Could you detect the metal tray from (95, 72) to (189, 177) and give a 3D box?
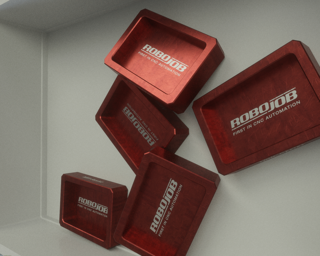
[{"bbox_3d":[-0.030,-0.006,0.428,0.130,0.030,0.089,49,119,29],"label":"metal tray"}]

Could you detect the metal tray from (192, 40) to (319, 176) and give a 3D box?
[{"bbox_3d":[0.104,-0.015,0.317,0.130,0.030,0.090,-31,71,35],"label":"metal tray"}]

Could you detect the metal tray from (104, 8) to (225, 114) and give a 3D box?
[{"bbox_3d":[0.001,-0.086,0.381,0.130,0.030,0.090,36,90,34],"label":"metal tray"}]

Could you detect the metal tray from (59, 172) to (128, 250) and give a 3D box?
[{"bbox_3d":[-0.110,0.126,0.494,0.130,0.030,0.089,6,94,39],"label":"metal tray"}]

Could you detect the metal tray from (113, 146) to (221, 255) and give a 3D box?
[{"bbox_3d":[0.006,0.098,0.376,0.090,0.030,0.129,25,107,12],"label":"metal tray"}]
